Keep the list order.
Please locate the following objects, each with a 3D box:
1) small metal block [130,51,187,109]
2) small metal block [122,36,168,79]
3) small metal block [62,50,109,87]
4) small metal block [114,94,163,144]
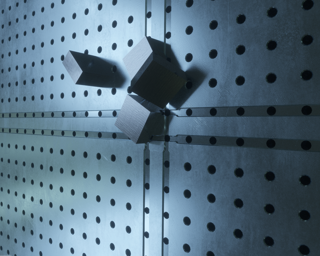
[{"bbox_3d":[-0.002,-0.059,0.390,0.050,0.050,0.025,-49,25,28],"label":"small metal block"},{"bbox_3d":[-0.018,-0.088,0.423,0.050,0.025,0.050,-36,68,33],"label":"small metal block"},{"bbox_3d":[-0.117,-0.092,0.487,0.025,0.050,0.050,-50,61,28],"label":"small metal block"},{"bbox_3d":[-0.031,-0.013,0.433,0.050,0.025,0.050,38,113,33],"label":"small metal block"}]
